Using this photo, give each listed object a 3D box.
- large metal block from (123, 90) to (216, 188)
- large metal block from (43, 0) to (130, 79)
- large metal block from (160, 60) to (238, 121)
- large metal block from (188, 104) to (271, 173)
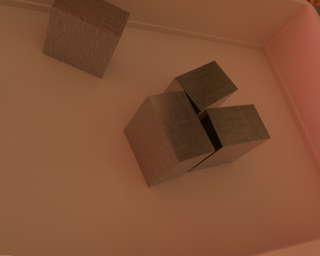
[{"bbox_3d":[0.007,0.014,0.365,0.050,0.080,0.080,-13,69,-34],"label":"large metal block"},{"bbox_3d":[-0.094,-0.120,0.392,0.080,0.080,0.050,23,53,-15],"label":"large metal block"},{"bbox_3d":[0.043,-0.036,0.415,0.081,0.080,0.050,-29,78,-37],"label":"large metal block"},{"bbox_3d":[0.079,0.014,0.404,0.081,0.080,0.050,-7,66,-31],"label":"large metal block"}]
